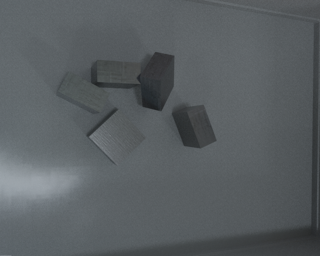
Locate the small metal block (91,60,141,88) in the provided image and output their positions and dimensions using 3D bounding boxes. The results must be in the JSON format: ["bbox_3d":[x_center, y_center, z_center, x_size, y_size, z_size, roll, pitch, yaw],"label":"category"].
[{"bbox_3d":[-0.055,-0.064,0.378,0.050,0.050,0.025,0,90,-20],"label":"small metal block"}]

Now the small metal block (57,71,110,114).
[{"bbox_3d":[-0.091,-0.039,0.364,0.050,0.050,0.025,28,81,-18],"label":"small metal block"}]

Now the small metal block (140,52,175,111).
[{"bbox_3d":[-0.002,-0.058,0.386,0.025,0.050,0.050,15,51,13],"label":"small metal block"}]

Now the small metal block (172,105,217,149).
[{"bbox_3d":[0.045,-0.002,0.415,0.025,0.050,0.050,-24,98,-19],"label":"small metal block"}]

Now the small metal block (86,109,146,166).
[{"bbox_3d":[-0.055,0.011,0.391,0.050,0.025,0.050,-45,105,-15],"label":"small metal block"}]
